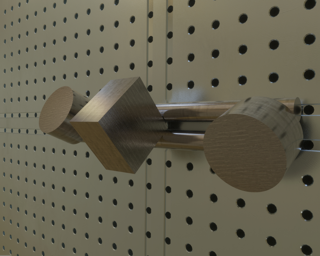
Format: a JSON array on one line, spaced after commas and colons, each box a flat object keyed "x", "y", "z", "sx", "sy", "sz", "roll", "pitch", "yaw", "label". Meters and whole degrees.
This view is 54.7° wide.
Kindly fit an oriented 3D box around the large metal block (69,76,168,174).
[{"x": -0.045, "y": -0.004, "z": 0.372, "sx": 0.050, "sy": 0.080, "sz": 0.080, "roll": 1, "pitch": 133, "yaw": 40, "label": "large metal block"}]

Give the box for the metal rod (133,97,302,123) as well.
[{"x": 0.017, "y": -0.020, "z": 0.394, "sx": 0.300, "sy": 0.025, "sz": 0.025, "roll": 1, "pitch": 91, "yaw": 40, "label": "metal rod"}]

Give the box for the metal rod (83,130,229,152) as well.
[{"x": -0.040, "y": 0.014, "z": 0.441, "sx": 0.300, "sy": 0.025, "sz": 0.025, "roll": 1, "pitch": 91, "yaw": 40, "label": "metal rod"}]

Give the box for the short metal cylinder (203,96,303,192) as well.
[{"x": 0.090, "y": 0.015, "z": 0.301, "sx": 0.080, "sy": 0.050, "sz": 0.079, "roll": 19, "pitch": 124, "yaw": 32, "label": "short metal cylinder"}]

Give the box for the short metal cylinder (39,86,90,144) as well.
[{"x": -0.146, "y": -0.020, "z": 0.495, "sx": 0.080, "sy": 0.050, "sz": 0.080, "roll": -19, "pitch": 56, "yaw": 31, "label": "short metal cylinder"}]
